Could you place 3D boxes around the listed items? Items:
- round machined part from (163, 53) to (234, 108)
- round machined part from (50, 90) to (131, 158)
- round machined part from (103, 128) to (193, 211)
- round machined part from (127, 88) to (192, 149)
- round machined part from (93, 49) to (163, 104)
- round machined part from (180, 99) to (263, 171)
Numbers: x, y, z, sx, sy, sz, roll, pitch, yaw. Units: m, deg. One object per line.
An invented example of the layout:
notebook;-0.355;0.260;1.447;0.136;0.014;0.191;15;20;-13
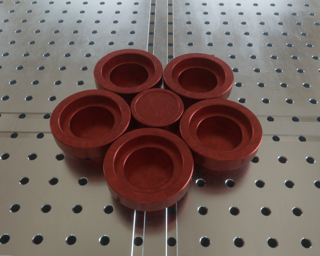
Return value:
round machined part;0.054;-0.062;0.449;0.099;0.042;0.098;0;50;0
round machined part;-0.085;-0.001;0.397;0.099;0.042;0.098;0;50;0
round machined part;-0.013;0.050;0.354;0.099;0.042;0.098;0;50;0
round machined part;-0.004;-0.015;0.409;0.099;0.042;0.098;0;50;0
round machined part;-0.045;-0.070;0.455;0.099;0.042;0.098;0;50;0
round machined part;0.073;0.012;0.387;0.099;0.042;0.098;0;50;0
